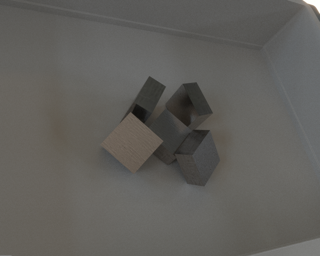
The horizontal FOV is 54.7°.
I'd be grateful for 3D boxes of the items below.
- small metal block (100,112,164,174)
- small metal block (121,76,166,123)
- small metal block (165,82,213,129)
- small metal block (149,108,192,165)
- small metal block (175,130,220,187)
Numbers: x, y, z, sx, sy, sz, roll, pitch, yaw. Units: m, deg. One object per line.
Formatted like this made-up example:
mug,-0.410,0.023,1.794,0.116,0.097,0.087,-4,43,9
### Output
small metal block,-0.032,0.018,0.362,0.050,0.025,0.050,42,84,0
small metal block,-0.022,-0.030,0.394,0.025,0.050,0.050,32,51,-8
small metal block,0.039,-0.027,0.426,0.025,0.050,0.050,-12,68,-34
small metal block,0.009,0.011,0.402,0.050,0.025,0.050,41,51,-1
small metal block,0.049,0.037,0.392,0.050,0.025,0.050,-49,127,-40
